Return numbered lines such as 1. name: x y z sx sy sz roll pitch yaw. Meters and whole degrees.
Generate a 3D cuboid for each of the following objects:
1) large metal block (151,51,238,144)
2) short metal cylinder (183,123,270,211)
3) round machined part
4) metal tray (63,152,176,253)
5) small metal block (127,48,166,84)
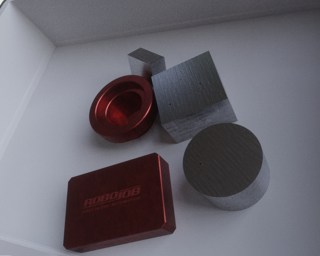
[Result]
1. large metal block: 0.042 -0.038 0.390 0.080 0.050 0.080 -22 54 14
2. short metal cylinder: 0.071 0.041 0.327 0.080 0.050 0.080 -13 56 20
3. round machined part: -0.045 -0.022 0.431 0.098 0.042 0.098 -13 56 20
4. metal tray: -0.051 0.090 0.372 0.130 0.030 0.090 -18 55 17
5. small metal block: -0.017 -0.081 0.443 0.025 0.050 0.050 -36 47 -27
